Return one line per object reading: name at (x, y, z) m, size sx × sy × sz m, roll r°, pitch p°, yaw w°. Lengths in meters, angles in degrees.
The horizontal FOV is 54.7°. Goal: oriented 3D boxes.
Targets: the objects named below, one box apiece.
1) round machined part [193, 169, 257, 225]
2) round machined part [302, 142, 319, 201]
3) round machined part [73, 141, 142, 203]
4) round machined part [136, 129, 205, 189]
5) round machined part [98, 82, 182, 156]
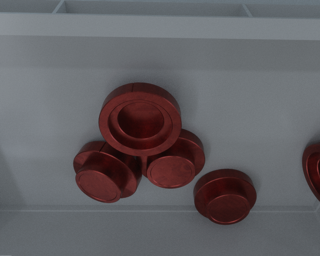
round machined part at (0.104, 0.115, 0.490) m, size 0.099 × 0.042 × 0.097 m, roll 0°, pitch 123°, yaw 0°
round machined part at (0.244, 0.063, 0.422) m, size 0.042 × 0.098 × 0.097 m, roll -17°, pitch 130°, yaw -7°
round machined part at (-0.079, 0.068, 0.437) m, size 0.098 × 0.042 × 0.097 m, roll 11°, pitch 132°, yaw 13°
round machined part at (0.015, 0.049, 0.440) m, size 0.099 × 0.042 × 0.097 m, roll -1°, pitch 130°, yaw 0°
round machined part at (-0.023, -0.015, 0.383) m, size 0.099 × 0.042 × 0.097 m, roll 0°, pitch 128°, yaw 1°
